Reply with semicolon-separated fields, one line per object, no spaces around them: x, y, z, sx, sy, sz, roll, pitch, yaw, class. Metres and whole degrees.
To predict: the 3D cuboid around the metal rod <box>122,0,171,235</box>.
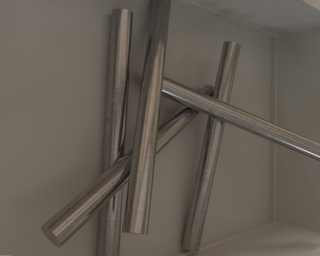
-0.011;-0.037;0.354;0.025;0.025;0.299;24;62;-38;metal rod

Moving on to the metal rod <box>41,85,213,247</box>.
-0.010;0.021;0.371;0.302;0.025;0.025;-41;116;-41;metal rod

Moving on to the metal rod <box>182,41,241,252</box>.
0.074;0.025;0.445;0.025;0.025;0.298;12;89;-40;metal rod

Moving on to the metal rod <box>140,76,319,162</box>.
0.116;-0.010;0.428;0.302;0.025;0.025;21;76;-15;metal rod

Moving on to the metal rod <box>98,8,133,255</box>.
-0.052;0.012;0.362;0.025;0.025;0.298;5;87;-40;metal rod
